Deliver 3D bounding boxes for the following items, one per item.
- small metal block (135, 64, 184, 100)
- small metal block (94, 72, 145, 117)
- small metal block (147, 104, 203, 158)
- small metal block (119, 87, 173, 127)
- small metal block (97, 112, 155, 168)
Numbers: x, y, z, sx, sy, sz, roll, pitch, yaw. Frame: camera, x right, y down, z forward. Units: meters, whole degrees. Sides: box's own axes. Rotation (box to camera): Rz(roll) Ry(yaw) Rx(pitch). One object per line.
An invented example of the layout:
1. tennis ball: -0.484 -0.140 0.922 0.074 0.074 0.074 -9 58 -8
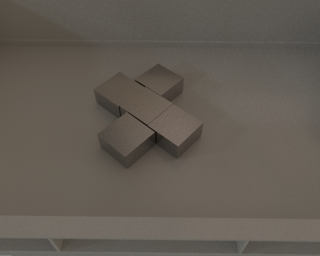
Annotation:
1. small metal block: -0.001 -0.063 0.455 0.050 0.025 0.050 34 57 25
2. small metal block: -0.057 -0.047 0.442 0.050 0.025 0.050 34 58 25
3. small metal block: 0.020 0.003 0.400 0.050 0.025 0.050 34 58 25
4. small metal block: -0.018 -0.023 0.420 0.050 0.025 0.050 34 58 25
5. small metal block: -0.042 0.014 0.391 0.050 0.025 0.050 35 59 26
